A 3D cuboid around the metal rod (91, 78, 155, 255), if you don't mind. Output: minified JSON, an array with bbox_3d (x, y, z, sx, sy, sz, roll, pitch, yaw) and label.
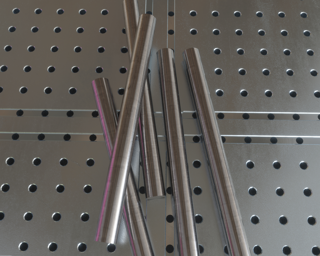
[{"bbox_3d":[-0.042,0.071,0.385,0.025,0.025,0.299,-15,71,-5],"label":"metal rod"}]

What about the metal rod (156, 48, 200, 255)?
[{"bbox_3d":[0.022,0.031,0.400,0.025,0.025,0.299,-5,70,-2],"label":"metal rod"}]

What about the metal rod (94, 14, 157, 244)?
[{"bbox_3d":[-0.038,-0.015,0.389,0.025,0.025,0.299,8,70,3],"label":"metal rod"}]

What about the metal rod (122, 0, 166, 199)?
[{"bbox_3d":[-0.026,-0.054,0.431,0.025,0.025,0.299,-7,70,-3],"label":"metal rod"}]

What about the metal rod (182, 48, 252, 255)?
[{"bbox_3d":[0.070,0.029,0.401,0.025,0.025,0.299,-9,70,-3],"label":"metal rod"}]
